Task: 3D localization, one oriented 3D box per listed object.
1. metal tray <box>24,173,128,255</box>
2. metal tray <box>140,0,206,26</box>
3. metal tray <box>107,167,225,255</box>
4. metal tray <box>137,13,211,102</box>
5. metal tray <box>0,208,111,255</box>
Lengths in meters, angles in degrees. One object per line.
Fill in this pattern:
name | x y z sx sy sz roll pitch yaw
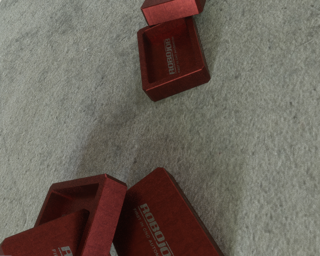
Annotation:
metal tray | -0.099 0.105 0.353 0.130 0.030 0.090 -17 49 43
metal tray | 0.031 -0.219 0.497 0.090 0.030 0.130 -5 45 25
metal tray | 0.001 0.117 0.327 0.090 0.030 0.130 -37 51 3
metal tray | 0.016 -0.110 0.457 0.090 0.030 0.130 -19 54 16
metal tray | -0.082 0.150 0.284 0.030 0.091 0.130 -44 69 36
